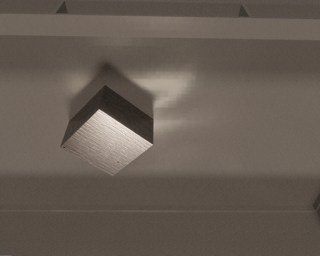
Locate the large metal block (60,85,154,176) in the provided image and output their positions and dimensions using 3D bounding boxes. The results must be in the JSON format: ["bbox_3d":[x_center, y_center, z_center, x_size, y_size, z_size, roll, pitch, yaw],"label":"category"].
[{"bbox_3d":[-0.065,0.006,0.397,0.080,0.050,0.080,35,121,-27],"label":"large metal block"}]
